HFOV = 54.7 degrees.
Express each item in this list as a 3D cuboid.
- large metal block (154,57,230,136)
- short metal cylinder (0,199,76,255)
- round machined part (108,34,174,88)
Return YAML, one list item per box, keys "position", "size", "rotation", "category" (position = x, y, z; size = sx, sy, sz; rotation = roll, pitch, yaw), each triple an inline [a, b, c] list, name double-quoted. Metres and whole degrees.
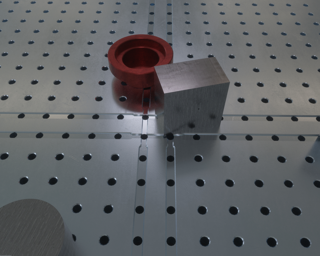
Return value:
- position: [0.038, -0.040, 0.406]
  size: [0.081, 0.080, 0.050]
  rotation: [-11, 51, -9]
  category: "large metal block"
- position: [-0.126, 0.115, 0.294]
  size: [0.081, 0.050, 0.080]
  rotation: [0, 50, 0]
  category: "short metal cylinder"
- position: [-0.029, -0.100, 0.480]
  size: [0.099, 0.042, 0.098]
  rotation: [0, 50, 0]
  category: "round machined part"
